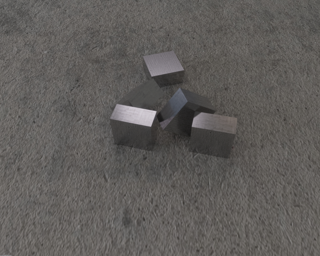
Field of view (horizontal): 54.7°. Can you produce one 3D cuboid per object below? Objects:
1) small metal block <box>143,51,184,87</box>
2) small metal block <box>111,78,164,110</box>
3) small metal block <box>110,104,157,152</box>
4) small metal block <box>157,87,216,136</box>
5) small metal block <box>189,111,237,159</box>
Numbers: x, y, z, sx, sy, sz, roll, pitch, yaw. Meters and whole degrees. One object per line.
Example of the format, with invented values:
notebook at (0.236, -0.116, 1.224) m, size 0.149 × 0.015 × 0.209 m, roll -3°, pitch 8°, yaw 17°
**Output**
small metal block at (0.005, -0.091, 0.479) m, size 0.050 × 0.025 × 0.050 m, roll -13°, pitch 51°, yaw -11°
small metal block at (-0.030, -0.036, 0.415) m, size 0.050 × 0.050 × 0.025 m, roll -46°, pitch 107°, yaw -31°
small metal block at (-0.032, 0.000, 0.386) m, size 0.050 × 0.050 × 0.025 m, roll 11°, pitch 51°, yaw 9°
small metal block at (0.033, -0.018, 0.389) m, size 0.050 × 0.050 × 0.025 m, roll 14°, pitch 38°, yaw -39°
small metal block at (0.064, 0.009, 0.379) m, size 0.050 × 0.050 × 0.025 m, roll 10°, pitch 51°, yaw 8°
